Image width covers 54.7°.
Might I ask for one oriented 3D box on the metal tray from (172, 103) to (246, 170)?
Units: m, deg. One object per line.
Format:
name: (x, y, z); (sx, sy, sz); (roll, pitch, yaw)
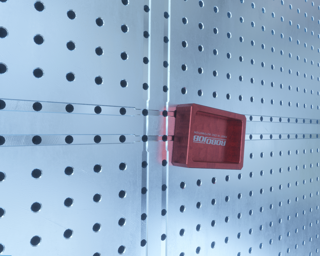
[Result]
metal tray: (0.080, 0.017, 0.475); (0.131, 0.030, 0.089); (8, 85, -40)
